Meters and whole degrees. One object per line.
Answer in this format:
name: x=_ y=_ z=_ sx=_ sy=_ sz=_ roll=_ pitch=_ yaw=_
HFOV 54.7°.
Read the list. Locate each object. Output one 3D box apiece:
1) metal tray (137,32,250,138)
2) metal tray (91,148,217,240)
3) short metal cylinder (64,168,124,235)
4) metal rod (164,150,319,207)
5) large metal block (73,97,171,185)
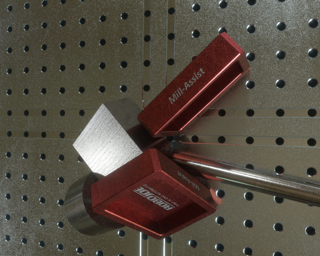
metal tray: x=0.042 y=-0.043 z=0.362 sx=0.130 sy=0.090 sz=0.030 roll=-44 pitch=76 yaw=14
metal tray: x=-0.004 y=0.083 z=0.361 sx=0.090 sy=0.130 sz=0.030 roll=-33 pitch=44 yaw=17
short metal cylinder: x=-0.075 y=0.095 z=0.403 sx=0.050 sy=0.081 sz=0.080 roll=-32 pitch=79 yaw=42
metal rod: x=0.138 y=0.068 z=0.363 sx=0.301 sy=0.025 sz=0.025 roll=12 pitch=94 yaw=19
large metal block: x=-0.048 y=0.021 z=0.379 sx=0.080 sy=0.050 sz=0.080 roll=50 pitch=123 yaw=11
